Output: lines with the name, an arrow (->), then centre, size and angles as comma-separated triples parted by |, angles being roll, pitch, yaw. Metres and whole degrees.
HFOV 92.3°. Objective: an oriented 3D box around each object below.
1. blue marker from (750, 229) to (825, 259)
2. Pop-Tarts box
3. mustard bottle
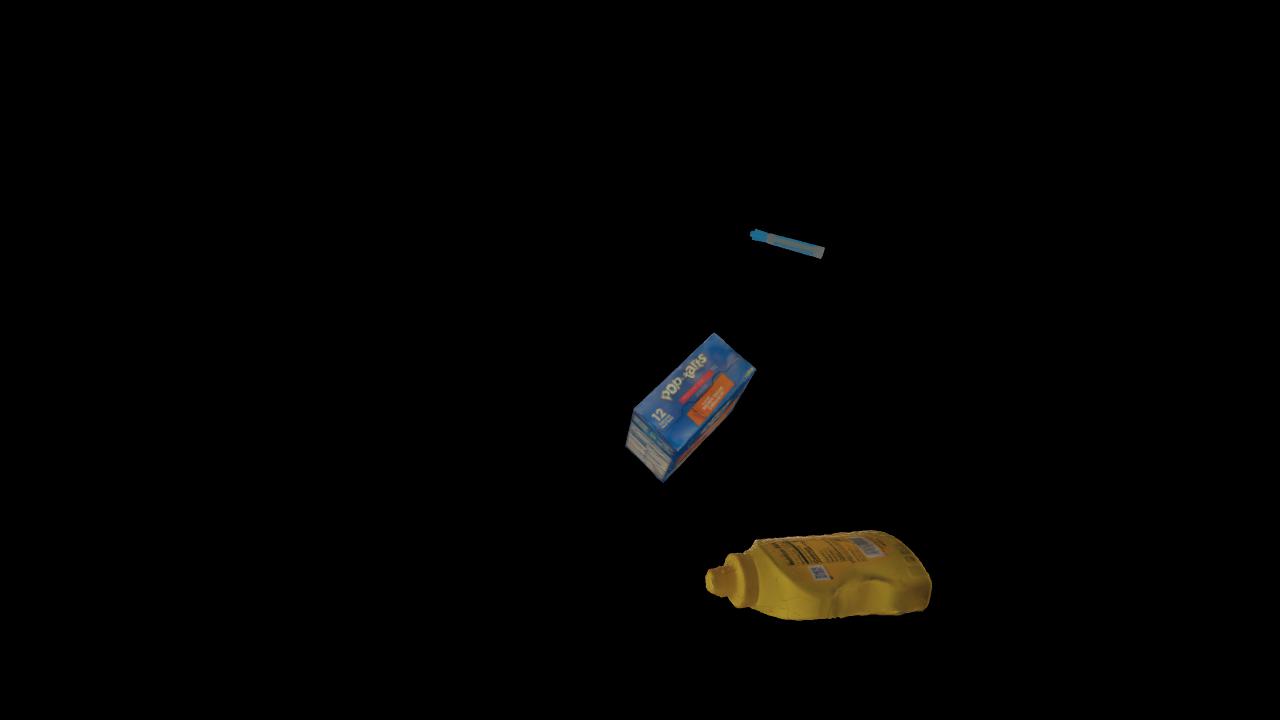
blue marker -> 0.237, -0.189, 0.994 | 0.121, 0.020, 0.020 | 19, 5, 15
Pop-Tarts box -> 0.068, 0.070, 0.863 | 0.167, 0.083, 0.141 | -43, -16, -24
mustard bottle -> 0.141, 0.181, 0.519 | 0.184, 0.054, 0.092 | 2, 19, -17
